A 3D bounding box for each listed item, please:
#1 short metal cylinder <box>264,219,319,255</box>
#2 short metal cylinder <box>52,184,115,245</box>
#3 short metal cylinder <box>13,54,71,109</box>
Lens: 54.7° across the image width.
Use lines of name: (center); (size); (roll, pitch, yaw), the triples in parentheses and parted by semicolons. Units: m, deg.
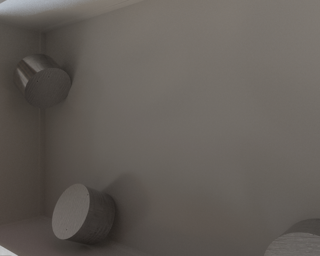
short metal cylinder: (0.140, 0.127, 0.275); (0.080, 0.050, 0.079); (0, 90, 39)
short metal cylinder: (-0.114, 0.129, 0.463); (0.080, 0.050, 0.080); (-21, 52, 30)
short metal cylinder: (-0.203, -0.081, 0.535); (0.050, 0.081, 0.080); (43, 116, 31)
